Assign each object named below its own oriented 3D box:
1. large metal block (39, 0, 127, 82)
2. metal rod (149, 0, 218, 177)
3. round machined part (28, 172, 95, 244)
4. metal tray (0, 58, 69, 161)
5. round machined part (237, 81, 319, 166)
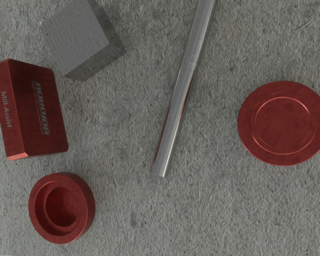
[{"bbox_3d":[-0.106,-0.122,0.432,0.080,0.050,0.080,-30,80,17],"label":"large metal block"},{"bbox_3d":[0.038,-0.083,0.394,0.025,0.025,0.298,18,96,19],"label":"metal rod"},{"bbox_3d":[-0.136,0.111,0.446,0.098,0.042,0.097,0,90,19],"label":"round machined part"},{"bbox_3d":[-0.180,-0.024,0.436,0.030,0.090,0.129,-14,85,19],"label":"metal tray"},{"bbox_3d":[0.138,-0.005,0.351,0.098,0.042,0.097,0,90,19],"label":"round machined part"}]
